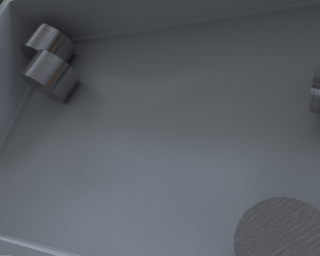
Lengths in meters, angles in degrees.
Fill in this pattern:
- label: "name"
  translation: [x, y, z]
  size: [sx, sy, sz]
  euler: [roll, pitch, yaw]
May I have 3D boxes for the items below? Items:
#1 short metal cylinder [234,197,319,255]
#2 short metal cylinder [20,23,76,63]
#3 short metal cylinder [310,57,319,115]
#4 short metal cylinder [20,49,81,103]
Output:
- label: "short metal cylinder"
  translation: [0.110, 0.106, 0.267]
  size: [0.080, 0.050, 0.080]
  euler: [-13, 56, 20]
- label: "short metal cylinder"
  translation: [-0.201, -0.142, 0.560]
  size: [0.080, 0.080, 0.050]
  euler: [15, 70, 34]
- label: "short metal cylinder"
  translation: [0.186, -0.047, 0.302]
  size: [0.050, 0.080, 0.080]
  euler: [18, 71, 35]
- label: "short metal cylinder"
  translation: [-0.181, -0.085, 0.515]
  size: [0.080, 0.080, 0.050]
  euler: [20, 73, 35]
